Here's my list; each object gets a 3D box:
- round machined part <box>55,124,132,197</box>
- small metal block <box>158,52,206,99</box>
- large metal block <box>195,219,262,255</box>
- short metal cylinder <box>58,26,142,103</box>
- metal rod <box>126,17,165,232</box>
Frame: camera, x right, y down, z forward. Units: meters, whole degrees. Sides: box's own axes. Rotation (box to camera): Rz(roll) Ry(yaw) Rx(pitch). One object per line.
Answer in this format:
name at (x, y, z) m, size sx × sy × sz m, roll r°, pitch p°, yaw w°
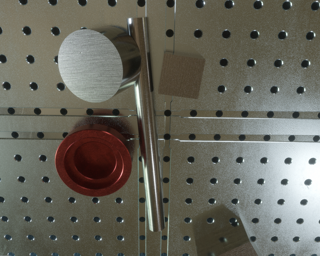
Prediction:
round machined part at (-0.086, 0.040, 0.418) m, size 0.099 × 0.042 × 0.097 m, roll 0°, pitch 110°, yaw -1°
small metal block at (0.026, -0.067, 0.389) m, size 0.050 × 0.025 × 0.050 m, roll 8°, pitch 110°, yaw -4°
large metal block at (0.111, 0.201, 0.476) m, size 0.080 × 0.050 × 0.080 m, roll -28°, pitch 108°, yaw 9°
short metal cylinder at (-0.068, -0.075, 0.359) m, size 0.080 × 0.050 × 0.079 m, roll 7°, pitch 113°, yaw 18°
metal rod at (-0.016, 0.009, 0.416) m, size 0.025 × 0.025 × 0.298 m, roll -4°, pitch 110°, yaw 1°
